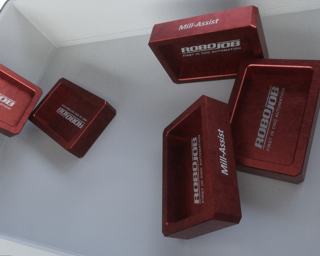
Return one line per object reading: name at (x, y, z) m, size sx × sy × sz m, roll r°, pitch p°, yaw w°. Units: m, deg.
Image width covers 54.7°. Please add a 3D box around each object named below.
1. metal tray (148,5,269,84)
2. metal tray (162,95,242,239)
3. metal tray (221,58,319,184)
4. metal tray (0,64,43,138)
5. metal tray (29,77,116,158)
metal tray at (0.063, -0.098, 0.391) m, size 0.130 × 0.090 × 0.030 m, roll -2°, pitch 61°, yaw 27°
metal tray at (0.037, 0.042, 0.326) m, size 0.090 × 0.030 × 0.130 m, roll -42°, pitch 39°, yaw 49°
metal tray at (0.120, -0.013, 0.339) m, size 0.090 × 0.030 × 0.130 m, roll 10°, pitch 71°, yaw 32°
metal tray at (-0.263, -0.055, 0.478) m, size 0.030 × 0.130 × 0.090 m, roll -15°, pitch 48°, yaw 48°
metal tray at (-0.141, -0.020, 0.489) m, size 0.130 × 0.030 × 0.090 m, roll 28°, pitch 77°, yaw 37°
